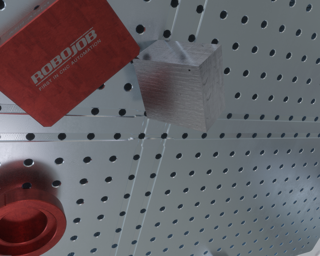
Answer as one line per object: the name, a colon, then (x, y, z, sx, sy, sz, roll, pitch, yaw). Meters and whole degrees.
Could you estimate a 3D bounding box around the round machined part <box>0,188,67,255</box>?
round machined part: (-0.168, 0.112, 0.378, 0.099, 0.042, 0.097, -14, 124, -21)

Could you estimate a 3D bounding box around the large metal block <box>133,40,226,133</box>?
large metal block: (0.024, -0.049, 0.349, 0.050, 0.080, 0.080, -47, 138, -38)

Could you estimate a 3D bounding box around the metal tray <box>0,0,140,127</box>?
metal tray: (-0.096, -0.073, 0.310, 0.130, 0.030, 0.090, -40, 129, -1)
